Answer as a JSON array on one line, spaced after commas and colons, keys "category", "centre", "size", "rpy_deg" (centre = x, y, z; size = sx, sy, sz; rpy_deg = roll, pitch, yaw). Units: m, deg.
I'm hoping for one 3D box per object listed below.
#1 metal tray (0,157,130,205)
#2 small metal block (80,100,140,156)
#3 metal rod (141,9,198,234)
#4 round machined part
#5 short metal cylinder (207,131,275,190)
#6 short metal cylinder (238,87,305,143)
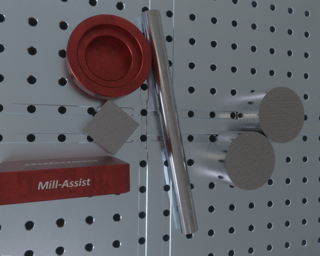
[{"category": "metal tray", "centre": [-0.107, 0.053, 0.338], "size": [0.131, 0.090, 0.030], "rpy_deg": [-1, 91, -20]}, {"category": "small metal block", "centre": [-0.063, -0.001, 0.390], "size": [0.050, 0.025, 0.050], "rpy_deg": [42, 77, -16]}, {"category": "metal rod", "centre": [0.014, -0.005, 0.417], "size": [0.025, 0.025, 0.298], "rpy_deg": [-12, 94, -20]}, {"category": "round machined part", "centre": [-0.064, -0.083, 0.378], "size": [0.099, 0.042, 0.097], "rpy_deg": [1, 86, -20]}, {"category": "short metal cylinder", "centre": [0.115, 0.044, 0.442], "size": [0.081, 0.050, 0.079], "rpy_deg": [0, 90, -20]}, {"category": "short metal cylinder", "centre": [0.164, -0.019, 0.460], "size": [0.081, 0.050, 0.079], "rpy_deg": [0, 90, -20]}]
